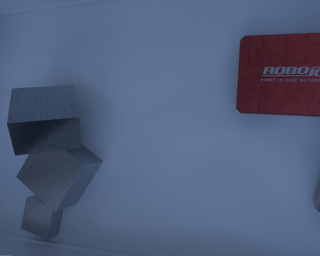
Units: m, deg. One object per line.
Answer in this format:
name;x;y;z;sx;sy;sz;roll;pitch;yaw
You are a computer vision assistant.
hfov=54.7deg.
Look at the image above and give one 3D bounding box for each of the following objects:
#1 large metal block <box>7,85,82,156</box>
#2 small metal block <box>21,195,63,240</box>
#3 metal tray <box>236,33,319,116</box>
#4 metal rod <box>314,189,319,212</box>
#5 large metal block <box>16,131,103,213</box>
large metal block;-0.150;-0.013;0.410;0.081;0.080;0.050;-6;129;-17
small metal block;-0.179;0.134;0.472;0.050;0.025;0.050;13;94;19
metal tray;0.157;-0.059;0.352;0.130;0.030;0.089;3;91;19
metal rod;0.198;-0.042;0.280;0.025;0.025;0.298;15;119;19
large metal block;-0.144;0.059;0.446;0.080;0.050;0.080;36;101;16
